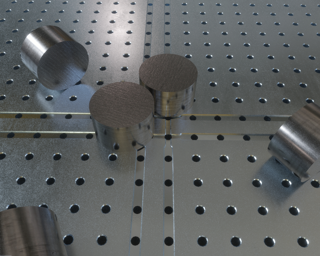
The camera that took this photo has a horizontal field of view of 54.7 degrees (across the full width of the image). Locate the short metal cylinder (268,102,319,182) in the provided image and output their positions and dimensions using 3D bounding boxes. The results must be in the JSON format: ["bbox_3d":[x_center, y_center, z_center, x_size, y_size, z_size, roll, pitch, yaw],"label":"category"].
[{"bbox_3d":[0.174,0.017,0.360,0.081,0.080,0.050,-27,56,-21],"label":"short metal cylinder"}]

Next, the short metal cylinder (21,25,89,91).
[{"bbox_3d":[-0.154,-0.102,0.456,0.080,0.080,0.050,-34,58,-25],"label":"short metal cylinder"}]

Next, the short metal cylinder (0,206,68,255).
[{"bbox_3d":[-0.127,0.114,0.275,0.081,0.080,0.050,-20,53,-16],"label":"short metal cylinder"}]

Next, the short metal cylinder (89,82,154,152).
[{"bbox_3d":[-0.048,-0.015,0.403,0.081,0.050,0.080,1,50,0],"label":"short metal cylinder"}]

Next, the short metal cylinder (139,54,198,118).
[{"bbox_3d":[0.011,-0.061,0.443,0.081,0.050,0.080,1,51,-1],"label":"short metal cylinder"}]
